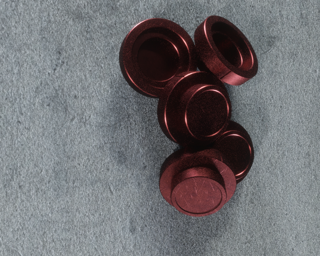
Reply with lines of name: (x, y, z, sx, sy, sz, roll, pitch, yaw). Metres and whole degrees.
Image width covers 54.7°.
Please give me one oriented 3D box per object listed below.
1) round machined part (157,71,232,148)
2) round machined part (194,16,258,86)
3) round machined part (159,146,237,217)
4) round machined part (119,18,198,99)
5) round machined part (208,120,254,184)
round machined part: (0.050, -0.021, 0.385, 0.099, 0.042, 0.097, -6, 104, -27)
round machined part: (0.083, -0.099, 0.418, 0.099, 0.042, 0.098, 20, 54, -29)
round machined part: (0.048, 0.074, 0.393, 0.099, 0.042, 0.097, 1, 122, 2)
round machined part: (-0.005, -0.087, 0.400, 0.099, 0.042, 0.097, 0, 90, -21)
round machined part: (0.092, 0.037, 0.437, 0.099, 0.042, 0.097, 0, 90, -21)
